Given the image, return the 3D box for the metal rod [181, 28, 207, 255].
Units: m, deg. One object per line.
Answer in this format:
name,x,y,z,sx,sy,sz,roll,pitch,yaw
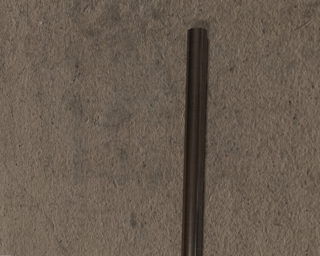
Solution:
metal rod,0.043,0.026,0.393,0.025,0.025,0.298,2,91,19
